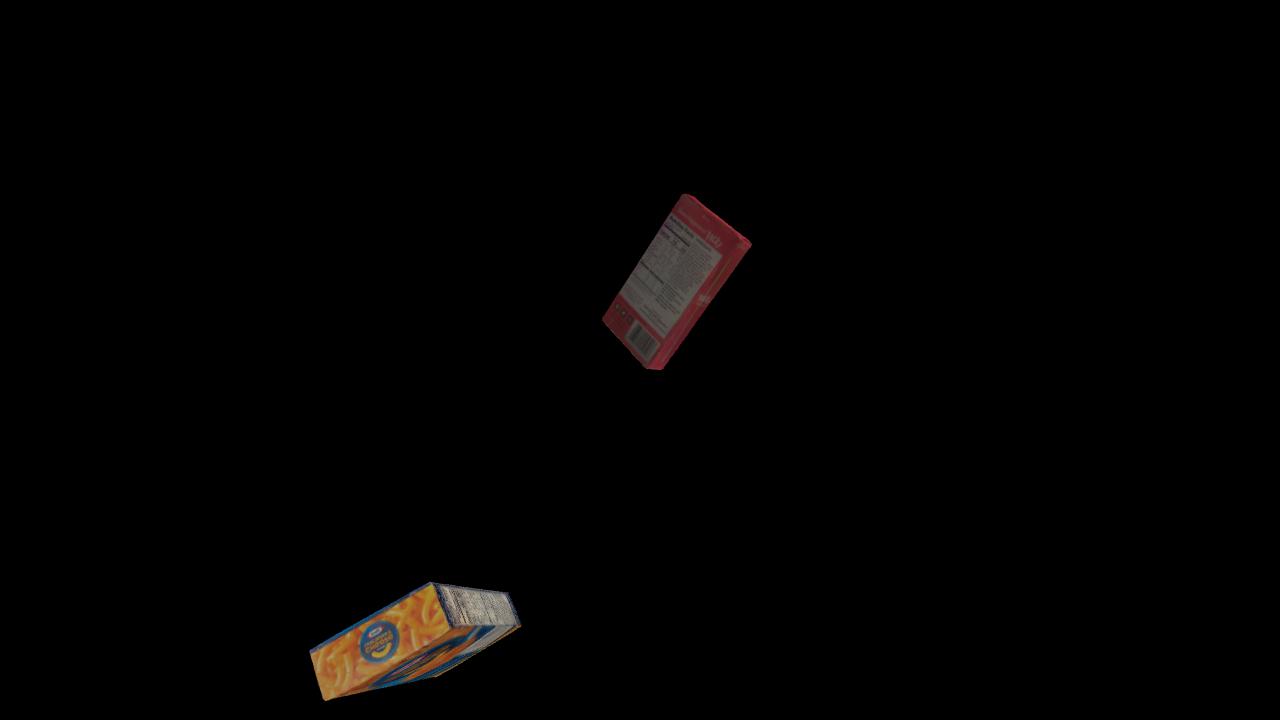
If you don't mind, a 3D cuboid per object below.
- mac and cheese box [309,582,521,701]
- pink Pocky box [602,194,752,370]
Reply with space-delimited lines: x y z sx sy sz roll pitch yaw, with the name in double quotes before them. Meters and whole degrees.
"mac and cheese box" -0.164 0.219 0.488 0.093 0.041 0.184 -28 -22 -6
"pink Pocky box" 0.032 -0.074 0.599 0.029 0.155 0.084 7 33 -51
